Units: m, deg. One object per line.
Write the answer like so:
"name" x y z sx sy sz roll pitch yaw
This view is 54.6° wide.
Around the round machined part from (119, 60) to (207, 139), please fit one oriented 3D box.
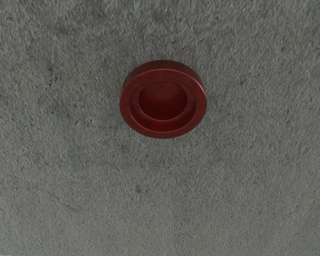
"round machined part" 0.003 -0.037 0.364 0.099 0.042 0.097 0 130 0
